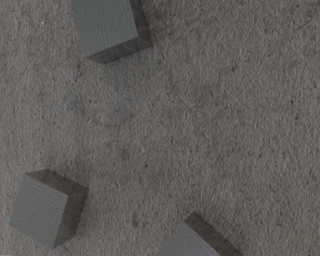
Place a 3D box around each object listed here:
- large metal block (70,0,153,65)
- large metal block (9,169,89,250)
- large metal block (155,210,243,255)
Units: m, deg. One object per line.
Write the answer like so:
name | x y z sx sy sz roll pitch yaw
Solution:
large metal block | -0.064 -0.141 0.418 0.080 0.050 0.080 -16 85 19
large metal block | -0.161 0.115 0.453 0.080 0.050 0.080 20 97 19
large metal block | 0.042 0.164 0.381 0.080 0.050 0.080 40 103 15
